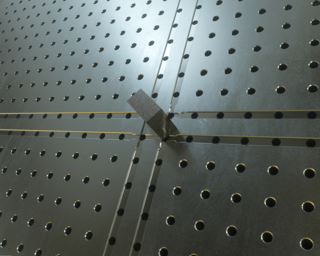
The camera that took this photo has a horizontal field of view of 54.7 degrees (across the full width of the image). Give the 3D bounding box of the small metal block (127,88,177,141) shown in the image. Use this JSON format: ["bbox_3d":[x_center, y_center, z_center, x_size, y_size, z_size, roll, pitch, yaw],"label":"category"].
[{"bbox_3d":[-0.010,-0.017,0.407,0.025,0.050,0.050,-43,51,-1],"label":"small metal block"}]
